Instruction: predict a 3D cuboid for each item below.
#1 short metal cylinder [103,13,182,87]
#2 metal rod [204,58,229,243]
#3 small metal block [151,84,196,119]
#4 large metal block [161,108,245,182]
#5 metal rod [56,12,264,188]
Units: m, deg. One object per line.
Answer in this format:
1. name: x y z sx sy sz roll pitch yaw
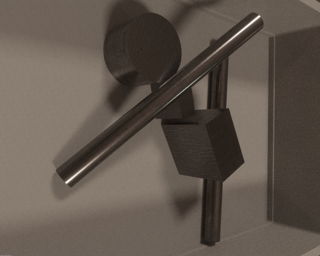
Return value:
1. short metal cylinder: -0.020 -0.092 0.375 0.081 0.050 0.079 0 90 -40
2. metal rod: 0.088 0.023 0.483 0.025 0.025 0.298 5 87 -40
3. small metal block: 0.016 -0.039 0.406 0.025 0.050 0.050 -16 100 -39
4. large metal block: 0.058 0.021 0.422 0.050 0.080 0.080 -32 110 -36
5. metal rod: 0.010 -0.041 0.360 0.301 0.025 0.025 -40 116 -13
